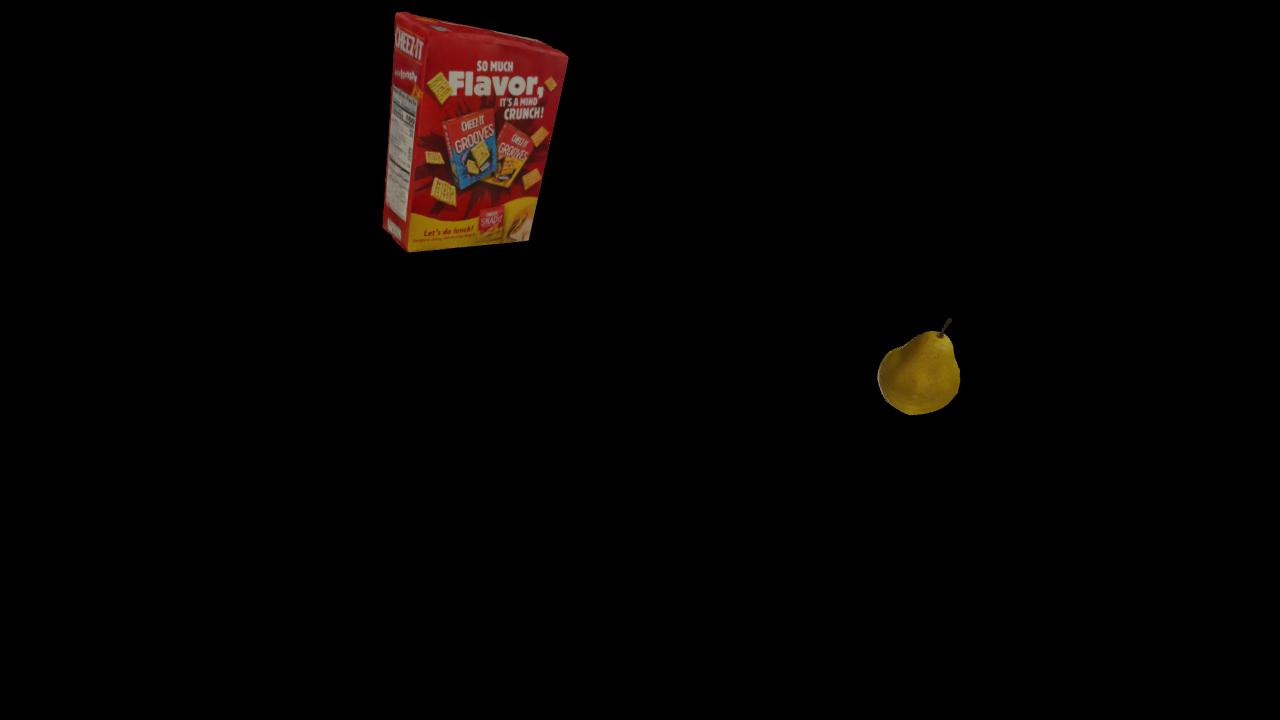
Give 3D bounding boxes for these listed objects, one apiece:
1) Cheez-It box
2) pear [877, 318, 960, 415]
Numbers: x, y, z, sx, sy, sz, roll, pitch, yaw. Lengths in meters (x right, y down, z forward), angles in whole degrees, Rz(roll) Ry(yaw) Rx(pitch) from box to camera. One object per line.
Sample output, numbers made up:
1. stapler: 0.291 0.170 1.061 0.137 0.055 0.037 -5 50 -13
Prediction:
1. Cheez-It box: -0.182 -0.235 0.666 0.071 0.223 0.166 39 37 29
2. pear: 0.285 0.005 0.619 0.080 0.080 0.111 0 -39 11
